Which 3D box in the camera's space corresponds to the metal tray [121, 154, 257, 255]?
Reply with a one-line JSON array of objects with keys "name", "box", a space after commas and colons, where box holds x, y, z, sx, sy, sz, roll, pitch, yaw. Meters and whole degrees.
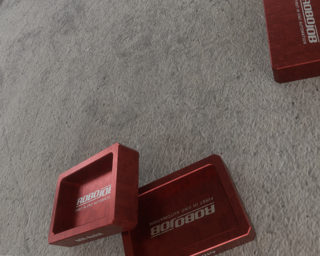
[{"name": "metal tray", "box": [0.022, 0.095, 0.330, 0.130, 0.030, 0.090, -26, 53, 11]}]

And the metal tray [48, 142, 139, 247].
[{"name": "metal tray", "box": [-0.079, 0.082, 0.363, 0.130, 0.030, 0.090, -28, 49, 36]}]

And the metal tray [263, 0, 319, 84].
[{"name": "metal tray", "box": [0.181, -0.122, 0.381, 0.090, 0.030, 0.130, -9, 58, 23]}]
